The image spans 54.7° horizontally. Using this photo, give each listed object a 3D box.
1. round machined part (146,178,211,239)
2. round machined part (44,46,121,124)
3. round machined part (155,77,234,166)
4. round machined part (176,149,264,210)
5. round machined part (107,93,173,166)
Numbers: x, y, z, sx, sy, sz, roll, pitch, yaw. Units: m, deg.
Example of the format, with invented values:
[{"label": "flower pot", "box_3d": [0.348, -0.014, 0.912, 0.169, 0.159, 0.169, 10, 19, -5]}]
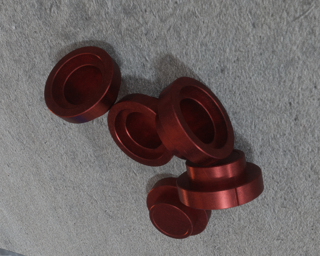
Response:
[{"label": "round machined part", "box_3d": [0.023, 0.125, 0.461, 0.098, 0.042, 0.097, 13, 124, 21]}, {"label": "round machined part", "box_3d": [-0.092, -0.050, 0.390, 0.098, 0.098, 0.042, 6, 161, 25]}, {"label": "round machined part", "box_3d": [0.034, -0.004, 0.339, 0.042, 0.098, 0.098, -34, 100, 37]}, {"label": "round machined part", "box_3d": [0.067, 0.053, 0.360, 0.098, 0.099, 0.042, -6, 101, 31]}, {"label": "round machined part", "box_3d": [-0.015, -0.002, 0.397, 0.098, 0.042, 0.097, 19, 132, 23]}]
